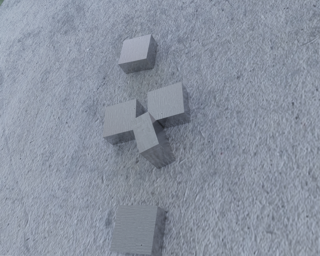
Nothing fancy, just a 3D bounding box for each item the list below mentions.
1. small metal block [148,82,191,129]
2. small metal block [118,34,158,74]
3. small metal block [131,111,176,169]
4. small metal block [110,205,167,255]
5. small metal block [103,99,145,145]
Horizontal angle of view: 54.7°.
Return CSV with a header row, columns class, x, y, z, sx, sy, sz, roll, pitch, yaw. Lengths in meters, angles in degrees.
class,x,y,z,sx,sy,sz,roll,pitch,yaw
small metal block,0.012,-0.028,0.415,0.050,0.025,0.050,-15,56,19
small metal block,-0.034,-0.118,0.494,0.050,0.025,0.050,-6,59,25
small metal block,-0.008,0.016,0.382,0.025,0.050,0.050,-28,52,11
small metal block,-0.023,0.115,0.346,0.050,0.025,0.050,-6,59,25
small metal block,-0.050,-0.008,0.435,0.050,0.025,0.050,-14,56,20
